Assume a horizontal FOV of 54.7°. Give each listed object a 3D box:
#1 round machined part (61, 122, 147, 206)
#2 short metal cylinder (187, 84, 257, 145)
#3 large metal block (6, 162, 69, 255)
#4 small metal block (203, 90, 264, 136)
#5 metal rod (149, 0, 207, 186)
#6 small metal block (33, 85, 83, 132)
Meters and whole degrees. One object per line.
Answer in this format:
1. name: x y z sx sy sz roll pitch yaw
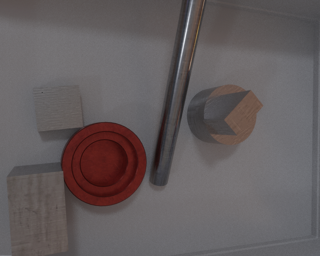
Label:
1. round machined part: -0.070 0.042 0.377 0.099 0.042 0.097 0 90 -21
2. short metal cylinder: 0.085 -0.018 0.430 0.081 0.050 0.079 0 90 -20
3. large metal block: -0.130 0.083 0.334 0.050 0.080 0.079 -4 92 -20
4. small metal block: 0.088 -0.018 0.378 0.050 0.050 0.025 -46 105 -14
5. metal rod: 0.023 -0.064 0.353 0.025 0.025 0.298 1 115 -20
6. small metal block: -0.121 -0.023 0.366 0.050 0.025 0.050 -6 92 -20
